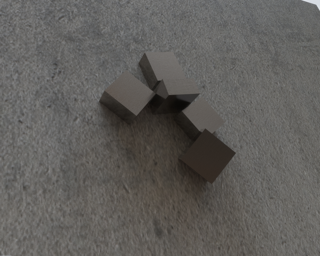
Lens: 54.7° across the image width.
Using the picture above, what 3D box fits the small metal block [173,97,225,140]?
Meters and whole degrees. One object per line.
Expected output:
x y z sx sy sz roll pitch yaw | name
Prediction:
0.057 -0.010 0.442 0.050 0.025 0.050 49 51 6 | small metal block

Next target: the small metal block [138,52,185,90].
0.003 -0.085 0.459 0.050 0.025 0.050 -10 67 -33 | small metal block

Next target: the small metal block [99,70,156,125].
-0.042 -0.040 0.407 0.050 0.025 0.050 39 51 -3 | small metal block

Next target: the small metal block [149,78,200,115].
0.018 -0.043 0.425 0.050 0.050 0.025 -6 65 -31 | small metal block

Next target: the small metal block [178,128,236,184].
0.060 0.036 0.401 0.050 0.025 0.050 39 85 -3 | small metal block
